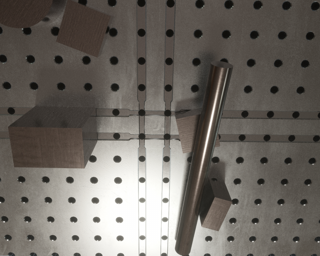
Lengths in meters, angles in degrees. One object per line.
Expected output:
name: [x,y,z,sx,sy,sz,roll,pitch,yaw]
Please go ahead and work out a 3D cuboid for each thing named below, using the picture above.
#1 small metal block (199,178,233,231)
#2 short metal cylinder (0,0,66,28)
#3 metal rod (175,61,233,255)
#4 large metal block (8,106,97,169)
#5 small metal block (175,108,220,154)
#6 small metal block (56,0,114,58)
small metal block: [0.077,0.108,0.441,0.025,0.050,0.050,17,109,-7]
short metal cylinder: [-0.151,-0.153,0.342,0.081,0.050,0.079,0,110,-1]
metal rod: [0.052,0.060,0.413,0.025,0.025,0.298,6,118,-3]
large metal block: [-0.127,0.009,0.386,0.081,0.080,0.050,1,110,-1]
small metal block: [0.050,0.002,0.415,0.050,0.025,0.050,-12,110,4]
small metal block: [-0.089,-0.118,0.369,0.050,0.025,0.050,20,109,-8]
